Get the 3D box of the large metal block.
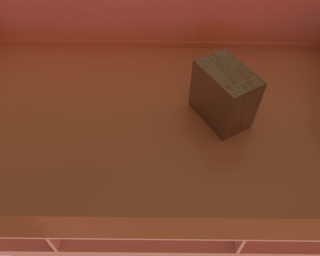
[{"bbox_3d":[0.084,-0.044,0.407,0.050,0.080,0.080,-25,55,-20],"label":"large metal block"}]
